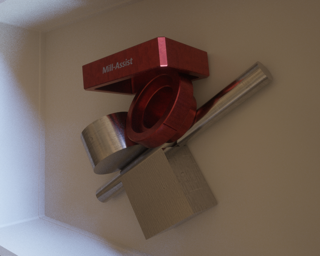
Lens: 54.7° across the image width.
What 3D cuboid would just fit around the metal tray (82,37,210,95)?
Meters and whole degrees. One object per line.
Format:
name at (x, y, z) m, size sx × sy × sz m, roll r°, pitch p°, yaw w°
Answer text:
metal tray at (-0.019, -0.068, 0.375) m, size 0.130 × 0.091 × 0.030 m, roll -8°, pitch 85°, yaw 39°

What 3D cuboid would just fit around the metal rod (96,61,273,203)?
metal rod at (0.010, 0.022, 0.395) m, size 0.299 × 0.025 × 0.025 m, roll -40°, pitch 66°, yaw 32°

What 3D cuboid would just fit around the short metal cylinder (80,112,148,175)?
short metal cylinder at (-0.059, 0.021, 0.416) m, size 0.080 × 0.081 × 0.050 m, roll -40°, pitch 66°, yaw 32°

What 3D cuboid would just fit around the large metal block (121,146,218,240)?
large metal block at (0.009, 0.077, 0.378) m, size 0.080 × 0.050 × 0.080 m, roll -40°, pitch 66°, yaw 32°

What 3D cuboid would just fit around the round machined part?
round machined part at (0.005, -0.020, 0.370) m, size 0.098 × 0.042 × 0.098 m, roll -35°, pitch 40°, yaw 36°
